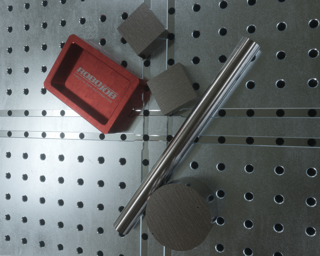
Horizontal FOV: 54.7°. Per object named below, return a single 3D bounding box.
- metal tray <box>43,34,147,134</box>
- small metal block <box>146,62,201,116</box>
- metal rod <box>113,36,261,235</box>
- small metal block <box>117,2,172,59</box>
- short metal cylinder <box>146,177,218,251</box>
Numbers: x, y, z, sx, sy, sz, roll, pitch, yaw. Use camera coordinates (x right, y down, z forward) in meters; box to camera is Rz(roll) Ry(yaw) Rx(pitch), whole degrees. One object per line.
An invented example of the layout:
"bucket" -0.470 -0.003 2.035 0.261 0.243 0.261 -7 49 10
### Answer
"metal tray" -0.094 -0.062 0.443 0.130 0.030 0.090 36 101 16
"small metal block" 0.018 -0.050 0.406 0.050 0.025 0.050 -29 81 17
"metal rod" 0.028 0.018 0.402 0.025 0.025 0.299 37 102 16
"small metal block" -0.021 -0.131 0.420 0.050 0.025 0.050 -40 78 15
"short metal cylinder" 0.029 0.105 0.389 0.080 0.050 0.080 0 90 20
